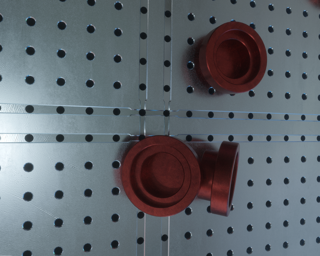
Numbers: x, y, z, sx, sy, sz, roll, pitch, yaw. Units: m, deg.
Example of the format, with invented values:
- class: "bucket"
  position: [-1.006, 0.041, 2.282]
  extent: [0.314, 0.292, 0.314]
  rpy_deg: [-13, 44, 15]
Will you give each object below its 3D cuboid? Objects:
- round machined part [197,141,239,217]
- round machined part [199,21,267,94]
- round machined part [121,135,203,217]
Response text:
- class: "round machined part"
  position: [0.077, 0.065, 0.415]
  extent: [0.042, 0.098, 0.097]
  rpy_deg: [8, 87, 19]
- class: "round machined part"
  position: [0.099, -0.097, 0.442]
  extent: [0.099, 0.042, 0.097]
  rpy_deg: [0, 90, -21]
- class: "round machined part"
  position: [0.005, 0.058, 0.390]
  extent: [0.098, 0.042, 0.097]
  rpy_deg: [-1, 87, 15]
